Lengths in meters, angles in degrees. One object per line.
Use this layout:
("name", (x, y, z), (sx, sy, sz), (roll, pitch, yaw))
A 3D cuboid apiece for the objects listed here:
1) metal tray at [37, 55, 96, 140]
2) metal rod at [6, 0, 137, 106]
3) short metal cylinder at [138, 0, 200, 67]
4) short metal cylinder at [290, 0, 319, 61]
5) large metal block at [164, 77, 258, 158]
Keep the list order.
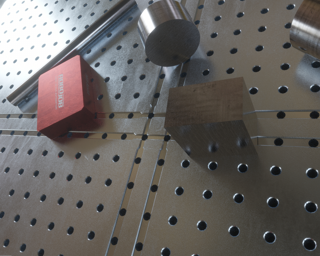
("metal tray", (-0.160, -0.054, 0.523), (0.090, 0.030, 0.130), (-24, 53, 13))
("metal rod", (-0.167, -0.147, 0.586), (0.300, 0.025, 0.025), (-40, 51, 0))
("short metal cylinder", (0.012, -0.136, 0.451), (0.080, 0.080, 0.050), (-27, 53, 11))
("short metal cylinder", (0.193, -0.114, 0.342), (0.080, 0.080, 0.050), (-42, 51, 0))
("large metal block", (0.060, -0.007, 0.346), (0.080, 0.080, 0.050), (-6, 59, 25))
